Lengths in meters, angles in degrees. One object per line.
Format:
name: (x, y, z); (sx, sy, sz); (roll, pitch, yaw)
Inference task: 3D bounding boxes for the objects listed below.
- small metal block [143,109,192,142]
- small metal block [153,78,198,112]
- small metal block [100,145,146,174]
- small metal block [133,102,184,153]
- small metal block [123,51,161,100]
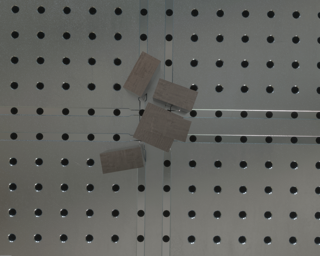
small metal block: (0.008, -0.003, 0.376); (0.050, 0.050, 0.025); (17, 90, -1)
small metal block: (0.019, -0.041, 0.401); (0.050, 0.050, 0.025); (20, 90, -1)
small metal block: (-0.046, 0.039, 0.400); (0.050, 0.050, 0.025); (-10, 90, 0)
small metal block: (-0.002, -0.001, 0.413); (0.050, 0.025, 0.050); (24, 90, -1)
small metal block: (-0.022, -0.066, 0.401); (0.025, 0.050, 0.050); (29, 90, 0)
